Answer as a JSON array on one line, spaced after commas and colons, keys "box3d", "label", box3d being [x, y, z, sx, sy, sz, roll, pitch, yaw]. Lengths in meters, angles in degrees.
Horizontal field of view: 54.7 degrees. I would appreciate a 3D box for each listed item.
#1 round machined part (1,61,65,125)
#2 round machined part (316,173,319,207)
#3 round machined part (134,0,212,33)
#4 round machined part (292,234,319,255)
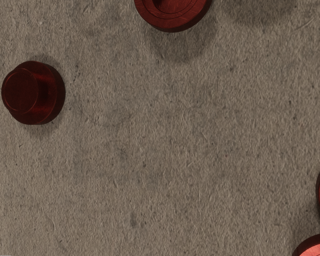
[{"box3d": [-0.197, -0.053, 0.468, 0.098, 0.042, 0.097, 0, 90, 19], "label": "round machined part"}, {"box3d": [0.220, 0.072, 0.323, 0.098, 0.042, 0.097, 0, 90, 19], "label": "round machined part"}, {"box3d": [0.020, -0.169, 0.392, 0.098, 0.042, 0.097, 0, 90, 19], "label": "round machined part"}, {"box3d": [0.190, 0.156, 0.329, 0.098, 0.042, 0.097, 3, 99, 21], "label": "round machined part"}]
